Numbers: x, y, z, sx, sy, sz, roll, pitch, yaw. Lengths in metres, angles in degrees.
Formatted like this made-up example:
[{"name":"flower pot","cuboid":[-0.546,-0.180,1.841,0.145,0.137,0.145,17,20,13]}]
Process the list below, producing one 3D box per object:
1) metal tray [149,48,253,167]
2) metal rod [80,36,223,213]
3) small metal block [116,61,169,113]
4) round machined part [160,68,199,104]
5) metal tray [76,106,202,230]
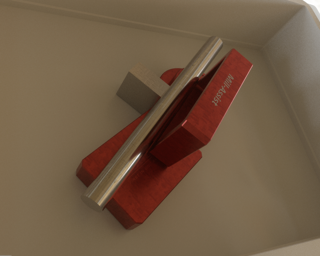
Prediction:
[{"name":"metal tray","cuboid":[0.047,-0.023,0.354,0.030,0.090,0.130,39,57,-6]},{"name":"metal rod","cuboid":[0.009,-0.027,0.377,0.025,0.025,0.301,39,55,-3]},{"name":"small metal block","cuboid":[-0.023,-0.050,0.407,0.050,0.050,0.025,39,51,-3]},{"name":"round machined part","cuboid":[0.043,-0.048,0.446,0.099,0.042,0.098,14,56,-21]},{"name":"metal tray","cuboid":[-0.019,0.041,0.366,0.090,0.030,0.131,46,51,4]}]
